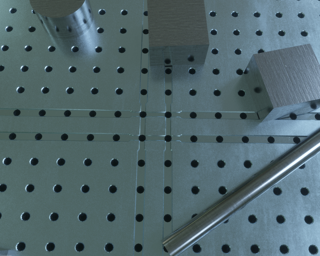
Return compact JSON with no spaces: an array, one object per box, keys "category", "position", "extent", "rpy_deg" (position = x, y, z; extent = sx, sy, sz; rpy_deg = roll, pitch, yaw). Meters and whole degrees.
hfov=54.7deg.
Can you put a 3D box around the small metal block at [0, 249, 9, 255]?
[{"category":"small metal block","position":[-0.210,0.160,0.351],"extent":[0.050,0.025,0.050],"rpy_deg":[10,70,3]}]

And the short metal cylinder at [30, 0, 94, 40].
[{"category":"short metal cylinder","position":[-0.145,-0.181,0.463],"extent":[0.081,0.050,0.080],"rpy_deg":[0,70,0]}]

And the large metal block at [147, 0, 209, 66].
[{"category":"large metal block","position":[0.024,-0.139,0.450],"extent":[0.081,0.050,0.080],"rpy_deg":[-3,70,-2]}]

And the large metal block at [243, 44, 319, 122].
[{"category":"large metal block","position":[0.171,-0.061,0.423],"extent":[0.081,0.050,0.080],"rpy_deg":[-12,71,-5]}]

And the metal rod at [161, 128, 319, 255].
[{"category":"metal rod","position":[0.133,0.064,0.390],"extent":[0.301,0.025,0.025],"rpy_deg":[-32,74,-12]}]
